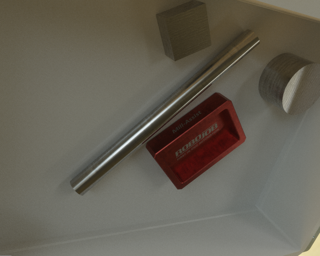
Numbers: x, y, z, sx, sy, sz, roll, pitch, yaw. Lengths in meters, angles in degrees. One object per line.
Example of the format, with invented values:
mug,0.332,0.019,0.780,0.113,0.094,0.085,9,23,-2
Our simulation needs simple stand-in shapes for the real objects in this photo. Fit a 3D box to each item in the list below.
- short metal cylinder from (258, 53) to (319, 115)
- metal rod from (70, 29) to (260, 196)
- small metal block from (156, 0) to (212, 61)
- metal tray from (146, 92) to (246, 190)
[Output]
short metal cylinder,0.196,-0.066,0.462,0.081,0.050,0.079,-14,124,-21
metal rod,0.007,-0.021,0.401,0.300,0.025,0.025,-41,130,-1
small metal block,0.028,-0.112,0.356,0.050,0.025,0.050,-26,128,-13
metal tray,0.055,0.021,0.450,0.130,0.030,0.090,-36,130,-4
